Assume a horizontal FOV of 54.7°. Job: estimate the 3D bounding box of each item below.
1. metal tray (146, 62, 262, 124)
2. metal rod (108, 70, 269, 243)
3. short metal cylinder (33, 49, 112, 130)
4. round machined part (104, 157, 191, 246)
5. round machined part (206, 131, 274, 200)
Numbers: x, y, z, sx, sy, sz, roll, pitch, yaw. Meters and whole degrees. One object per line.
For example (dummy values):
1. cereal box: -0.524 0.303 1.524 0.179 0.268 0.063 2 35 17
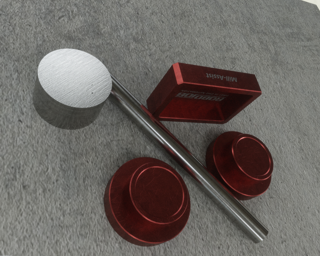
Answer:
1. metal tray: 0.059 -0.042 0.420 0.131 0.090 0.030 2 61 -27
2. metal rod: 0.021 0.031 0.398 0.300 0.025 0.025 45 51 3
3. short metal cylinder: -0.102 -0.045 0.361 0.081 0.050 0.080 14 56 -21
4. round machined part: -0.008 0.076 0.343 0.099 0.042 0.098 14 56 -21
5. round machined part: 0.116 0.047 0.429 0.099 0.042 0.098 14 56 -21
